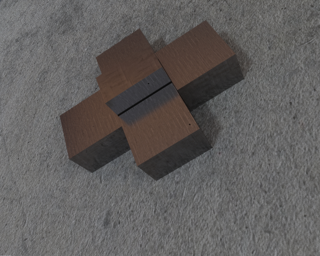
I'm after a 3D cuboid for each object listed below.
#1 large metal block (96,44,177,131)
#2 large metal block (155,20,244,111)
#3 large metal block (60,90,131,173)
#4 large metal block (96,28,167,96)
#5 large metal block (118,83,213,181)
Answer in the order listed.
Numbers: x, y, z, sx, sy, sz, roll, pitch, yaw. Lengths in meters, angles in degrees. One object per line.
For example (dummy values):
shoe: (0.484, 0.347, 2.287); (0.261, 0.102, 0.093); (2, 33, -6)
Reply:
large metal block: (-0.024, -0.049, 0.411); (0.080, 0.080, 0.050); (-32, 52, 7)
large metal block: (0.051, -0.083, 0.411); (0.080, 0.050, 0.080); (-32, 52, 7)
large metal block: (-0.084, 0.002, 0.430); (0.080, 0.050, 0.080); (-32, 52, 7)
large metal block: (-0.040, -0.088, 0.462); (0.080, 0.050, 0.080); (-32, 52, 7)
large metal block: (0.005, 0.005, 0.381); (0.080, 0.050, 0.080); (-32, 52, 7)
